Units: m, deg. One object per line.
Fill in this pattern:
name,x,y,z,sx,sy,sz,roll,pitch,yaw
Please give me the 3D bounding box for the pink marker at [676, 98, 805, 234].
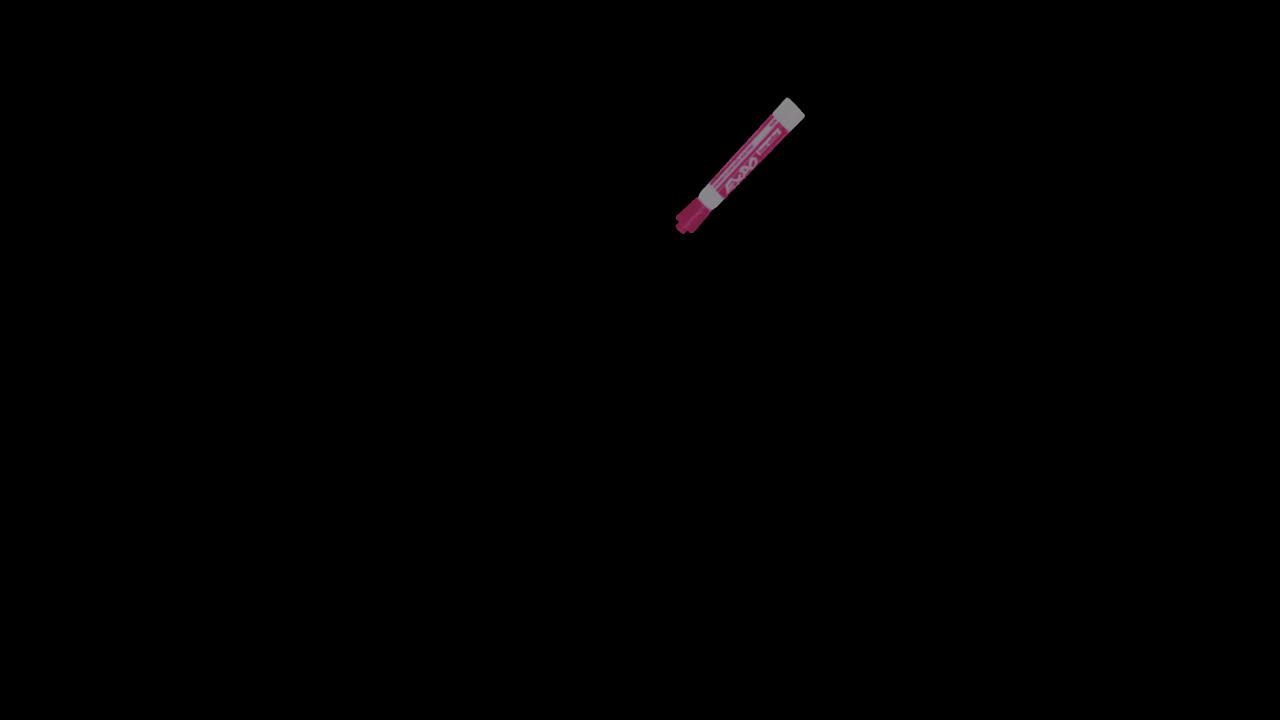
pink marker,0.071,-0.140,0.457,0.121,0.020,0.020,-44,-21,23
